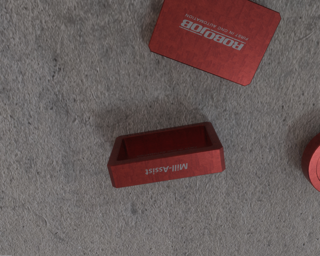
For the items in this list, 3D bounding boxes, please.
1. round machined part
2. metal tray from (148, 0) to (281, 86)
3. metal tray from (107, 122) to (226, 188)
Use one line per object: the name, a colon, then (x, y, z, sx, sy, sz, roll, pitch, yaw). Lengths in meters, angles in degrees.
round machined part: (0.240, 0.041, 0.419, 0.099, 0.042, 0.097, 0, 110, -1)
metal tray: (0.062, -0.114, 0.366, 0.131, 0.030, 0.089, 19, 109, -8)
metal tray: (0.007, 0.030, 0.386, 0.131, 0.090, 0.030, -9, 110, 3)
